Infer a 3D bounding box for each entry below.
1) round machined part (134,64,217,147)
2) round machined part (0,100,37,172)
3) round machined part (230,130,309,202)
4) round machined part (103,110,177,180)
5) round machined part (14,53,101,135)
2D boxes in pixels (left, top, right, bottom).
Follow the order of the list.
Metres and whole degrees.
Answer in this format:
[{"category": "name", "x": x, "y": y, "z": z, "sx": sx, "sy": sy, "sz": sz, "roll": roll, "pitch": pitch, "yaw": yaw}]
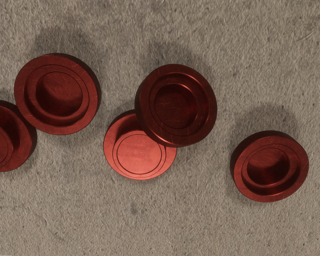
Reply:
[{"category": "round machined part", "x": 0.016, "y": -0.024, "z": 0.375, "sx": 0.099, "sy": 0.042, "sz": 0.098, "roll": 4, "pitch": 78, "yaw": -21}, {"category": "round machined part", "x": -0.218, "y": 0.015, "z": 0.403, "sx": 0.099, "sy": 0.042, "sz": 0.097, "roll": 0, "pitch": 110, "yaw": -1}, {"category": "round machined part", "x": 0.144, "y": 0.048, "z": 0.421, "sx": 0.099, "sy": 0.042, "sz": 0.097, "roll": 0, "pitch": 110, "yaw": -1}, {"category": "round machined part", "x": -0.026, "y": 0.027, "z": 0.410, "sx": 0.099, "sy": 0.042, "sz": 0.097, "roll": 0, "pitch": 110, "yaw": -1}, {"category": "round machined part", "x": -0.122, "y": -0.044, "z": 0.383, "sx": 0.099, "sy": 0.042, "sz": 0.097, "roll": 0, "pitch": 110, "yaw": -1}]
